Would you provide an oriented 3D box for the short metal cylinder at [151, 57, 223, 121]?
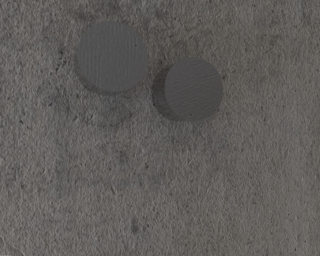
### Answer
[{"bbox_3d":[0.035,-0.048,0.408,0.081,0.050,0.080,0,90,-20],"label":"short metal cylinder"}]

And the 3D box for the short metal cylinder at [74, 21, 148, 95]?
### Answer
[{"bbox_3d":[-0.060,-0.081,0.373,0.081,0.050,0.080,0,90,-20],"label":"short metal cylinder"}]
